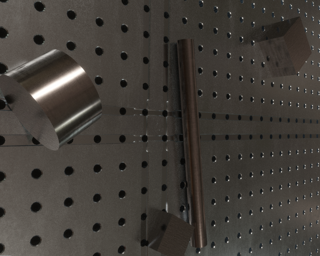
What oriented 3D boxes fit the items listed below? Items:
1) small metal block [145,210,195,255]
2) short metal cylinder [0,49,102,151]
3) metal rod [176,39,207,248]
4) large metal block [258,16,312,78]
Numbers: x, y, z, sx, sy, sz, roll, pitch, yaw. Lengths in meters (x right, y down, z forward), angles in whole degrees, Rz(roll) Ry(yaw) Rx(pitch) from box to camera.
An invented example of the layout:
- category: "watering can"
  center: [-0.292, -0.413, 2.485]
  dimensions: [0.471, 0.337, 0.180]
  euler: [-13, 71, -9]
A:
- category: "small metal block"
  center: [0.015, 0.148, 0.424]
  dimensions: [0.050, 0.025, 0.050]
  euler: [39, 66, -33]
- category: "short metal cylinder"
  center: [-0.101, -0.026, 0.290]
  dimensions: [0.050, 0.080, 0.080]
  euler: [-42, 116, -32]
- category: "metal rod"
  center: [0.047, 0.024, 0.450]
  dimensions: [0.025, 0.025, 0.298]
  euler: [-7, 95, -40]
- category: "large metal block"
  center: [0.244, -0.156, 0.601]
  dimensions: [0.080, 0.050, 0.080]
  euler: [-46, 118, -30]
